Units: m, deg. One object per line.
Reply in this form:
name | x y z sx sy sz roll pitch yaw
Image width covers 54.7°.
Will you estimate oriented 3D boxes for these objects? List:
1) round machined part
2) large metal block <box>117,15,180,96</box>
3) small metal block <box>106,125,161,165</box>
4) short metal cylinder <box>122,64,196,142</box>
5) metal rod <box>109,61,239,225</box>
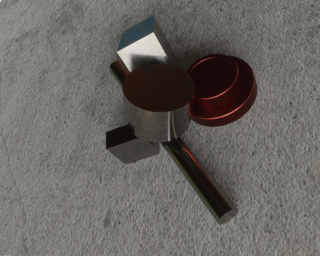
round machined part | 0.069 -0.054 0.390 0.098 0.042 0.098 -13 56 20
large metal block | -0.011 -0.095 0.419 0.050 0.080 0.080 -25 31 15
small metal block | -0.034 0.020 0.394 0.050 0.050 0.025 -19 54 16
short metal cylinder | -0.002 -0.030 0.360 0.081 0.050 0.080 2 49 -2
metal rod | 0.000 -0.004 0.407 0.025 0.025 0.300 -38 51 2
